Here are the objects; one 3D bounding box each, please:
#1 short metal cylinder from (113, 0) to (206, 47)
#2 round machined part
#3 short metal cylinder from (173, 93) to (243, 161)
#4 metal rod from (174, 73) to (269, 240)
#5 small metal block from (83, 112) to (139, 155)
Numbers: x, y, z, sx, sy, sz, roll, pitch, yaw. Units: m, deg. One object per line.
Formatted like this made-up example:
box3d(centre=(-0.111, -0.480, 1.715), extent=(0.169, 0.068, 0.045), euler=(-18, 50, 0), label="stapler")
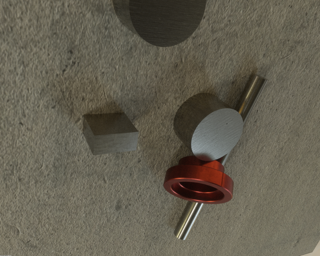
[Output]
box3d(centre=(-0.001, -0.128, 0.311), extent=(0.081, 0.050, 0.079), euler=(-14, 124, -21), label="short metal cylinder")
box3d(centre=(0.057, 0.073, 0.450), extent=(0.098, 0.098, 0.042), euler=(41, 51, -39), label="round machined part")
box3d(centre=(0.066, -0.002, 0.425), extent=(0.081, 0.050, 0.079), euler=(-14, 124, -21), label="short metal cylinder")
box3d(centre=(0.089, 0.057, 0.490), extent=(0.025, 0.025, 0.298), euler=(9, 114, -32), label="metal rod")
box3d(centre=(-0.059, 0.005, 0.362), extent=(0.050, 0.050, 0.025), euler=(-5, 121, -26), label="small metal block")
